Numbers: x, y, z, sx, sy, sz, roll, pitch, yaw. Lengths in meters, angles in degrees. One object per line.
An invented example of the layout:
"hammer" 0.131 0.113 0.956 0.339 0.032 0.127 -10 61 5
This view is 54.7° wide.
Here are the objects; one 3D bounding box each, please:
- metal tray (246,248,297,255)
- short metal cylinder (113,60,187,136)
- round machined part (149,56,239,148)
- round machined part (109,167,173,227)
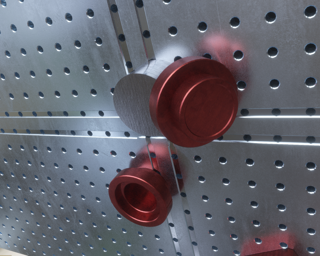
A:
"metal tray" 0.187 0.242 0.458 0.090 0.030 0.130 -31 102 37
"short metal cylinder" -0.009 -0.037 0.376 0.080 0.050 0.079 13 124 20
"round machined part" 0.042 -0.024 0.326 0.042 0.099 0.097 -139 32 -59
"round machined part" -0.026 0.100 0.474 0.098 0.042 0.097 13 124 20
